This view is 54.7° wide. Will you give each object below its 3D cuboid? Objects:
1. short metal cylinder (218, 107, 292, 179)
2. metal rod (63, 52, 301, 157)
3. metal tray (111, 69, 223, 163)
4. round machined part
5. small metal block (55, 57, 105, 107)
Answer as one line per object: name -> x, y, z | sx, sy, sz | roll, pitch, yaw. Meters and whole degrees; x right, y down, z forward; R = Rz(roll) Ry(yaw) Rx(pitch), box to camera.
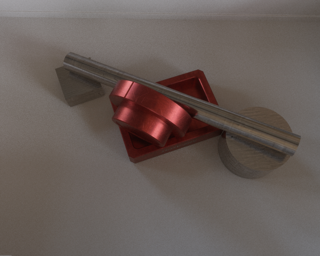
short metal cylinder -> 0.118, 0.020, 0.389 | 0.081, 0.050, 0.080 | 0, 70, 0
metal rod -> 0.015, -0.035, 0.377 | 0.301, 0.025, 0.025 | 22, 71, 14
metal tray -> 0.010, -0.017, 0.411 | 0.131, 0.030, 0.090 | -18, 71, -7
round machined part -> -0.016, -0.012, 0.360 | 0.098, 0.098, 0.042 | 26, 80, 9
small metal block -> -0.111, -0.064, 0.430 | 0.050, 0.025, 0.050 | -21, 72, -8
